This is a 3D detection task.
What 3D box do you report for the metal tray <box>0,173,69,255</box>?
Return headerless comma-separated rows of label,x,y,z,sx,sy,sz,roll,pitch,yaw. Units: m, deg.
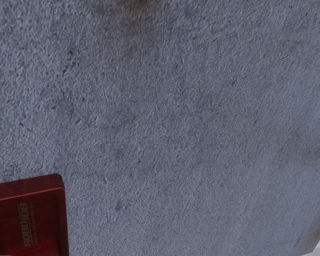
metal tray,-0.165,0.124,0.389,0.091,0.030,0.129,-8,122,-25
